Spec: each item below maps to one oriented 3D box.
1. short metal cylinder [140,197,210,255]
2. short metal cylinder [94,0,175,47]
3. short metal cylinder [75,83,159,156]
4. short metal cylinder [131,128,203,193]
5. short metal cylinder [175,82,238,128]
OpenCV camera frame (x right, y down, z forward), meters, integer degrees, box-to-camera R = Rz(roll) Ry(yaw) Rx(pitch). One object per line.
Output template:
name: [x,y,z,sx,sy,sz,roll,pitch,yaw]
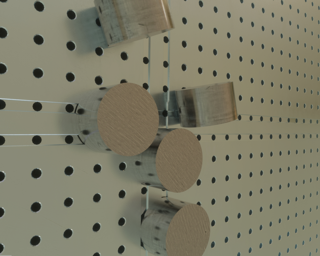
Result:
short metal cylinder: [0.021,0.137,0.413,0.081,0.050,0.079,0,90,-40]
short metal cylinder: [-0.028,-0.127,0.351,0.081,0.080,0.050,-27,107,-37]
short metal cylinder: [-0.048,-0.009,0.354,0.081,0.050,0.079,0,90,-40]
short metal cylinder: [0.010,0.040,0.403,0.081,0.050,0.079,0,90,-40]
short metal cylinder: [0.064,-0.033,0.429,0.081,0.080,0.050,-16,101,-39]
